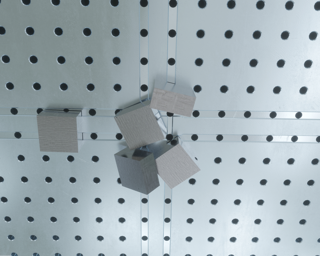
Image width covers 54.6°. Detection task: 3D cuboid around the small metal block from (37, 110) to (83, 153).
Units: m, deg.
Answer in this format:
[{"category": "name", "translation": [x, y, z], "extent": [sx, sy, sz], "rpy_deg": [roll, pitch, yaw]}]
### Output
[{"category": "small metal block", "translation": [-0.133, 0.004, 0.414], "extent": [0.050, 0.025, 0.050], "rpy_deg": [2, 110, -1]}]

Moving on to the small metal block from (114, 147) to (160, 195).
[{"category": "small metal block", "translation": [-0.031, 0.057, 0.420], "extent": [0.050, 0.025, 0.050], "rpy_deg": [8, 117, 42]}]

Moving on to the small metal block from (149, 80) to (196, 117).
[{"category": "small metal block", "translation": [0.015, -0.038, 0.386], "extent": [0.050, 0.050, 0.025], "rpy_deg": [13, 109, -5]}]

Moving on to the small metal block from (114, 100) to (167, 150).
[{"category": "small metal block", "translation": [-0.025, -0.004, 0.408], "extent": [0.050, 0.025, 0.050], "rpy_deg": [-19, 110, 14]}]

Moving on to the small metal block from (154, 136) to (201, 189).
[{"category": "small metal block", "translation": [0.020, 0.048, 0.431], "extent": [0.050, 0.025, 0.050], "rpy_deg": [-35, 107, 12]}]
